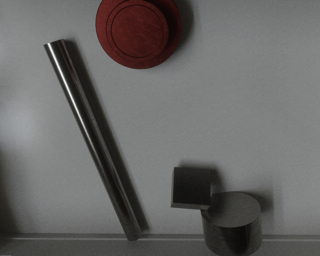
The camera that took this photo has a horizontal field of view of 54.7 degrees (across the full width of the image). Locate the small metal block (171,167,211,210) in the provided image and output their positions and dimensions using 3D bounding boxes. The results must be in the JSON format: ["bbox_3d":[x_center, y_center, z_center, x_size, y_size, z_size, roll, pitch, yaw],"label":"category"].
[{"bbox_3d":[0.042,0.084,0.427,0.050,0.050,0.025,5,151,-3],"label":"small metal block"}]

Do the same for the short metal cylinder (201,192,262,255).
[{"bbox_3d":[0.100,0.133,0.432,0.080,0.080,0.050,-9,110,3],"label":"short metal cylinder"}]

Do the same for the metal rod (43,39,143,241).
[{"bbox_3d":[-0.083,0.030,0.421,0.025,0.025,0.298,-17,110,5],"label":"metal rod"}]

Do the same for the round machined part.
[{"bbox_3d":[-0.024,-0.113,0.353,0.099,0.042,0.097,0,119,0],"label":"round machined part"}]
